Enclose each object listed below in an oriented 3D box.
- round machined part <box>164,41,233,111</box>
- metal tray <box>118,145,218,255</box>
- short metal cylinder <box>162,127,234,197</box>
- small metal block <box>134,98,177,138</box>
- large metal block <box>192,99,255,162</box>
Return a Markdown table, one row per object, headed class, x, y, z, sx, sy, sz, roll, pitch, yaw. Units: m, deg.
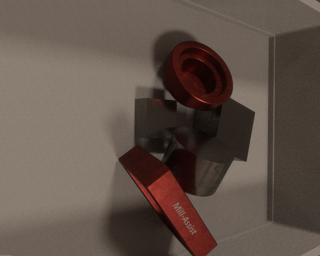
| class | x | y | z | sx | sy | sz | roll | pitch | yaw |
| --- | --- | --- | --- | --- | --- | --- | --- | --- | --- |
| round machined part | 0.048 | -0.066 | 0.422 | 0.099 | 0.042 | 0.098 | 14 | 59 | -25 |
| metal tray | 0.008 | 0.088 | 0.370 | 0.030 | 0.090 | 0.130 | -37 | 115 | -13 |
| short metal cylinder | 0.046 | 0.041 | 0.393 | 0.081 | 0.080 | 0.050 | 2 | 121 | -40 |
| small metal block | -0.005 | -0.012 | 0.404 | 0.050 | 0.025 | 0.050 | 1 | 90 | -40 |
| large metal block | 0.095 | 0.002 | 0.473 | 0.080 | 0.050 | 0.080 | 21 | 77 | -39 |
